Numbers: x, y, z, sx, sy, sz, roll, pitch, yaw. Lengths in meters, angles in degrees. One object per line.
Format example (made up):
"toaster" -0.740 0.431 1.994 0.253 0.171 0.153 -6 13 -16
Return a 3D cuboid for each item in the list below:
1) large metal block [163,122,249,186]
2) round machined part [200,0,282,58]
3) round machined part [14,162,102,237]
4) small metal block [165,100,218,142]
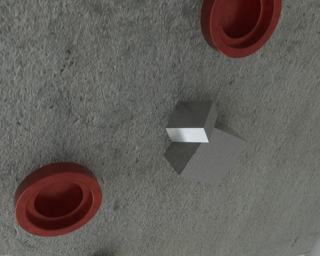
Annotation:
"large metal block" 0.066 0.030 0.448 0.080 0.050 0.080 21 107 -37
"round machined part" 0.089 -0.135 0.363 0.099 0.042 0.097 -14 125 -21
"round machined part" -0.125 0.082 0.379 0.099 0.042 0.097 -14 125 -21
"small metal block" 0.042 -0.009 0.396 0.025 0.050 0.050 64 38 -38
